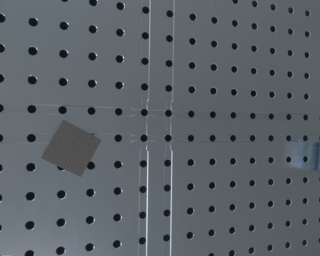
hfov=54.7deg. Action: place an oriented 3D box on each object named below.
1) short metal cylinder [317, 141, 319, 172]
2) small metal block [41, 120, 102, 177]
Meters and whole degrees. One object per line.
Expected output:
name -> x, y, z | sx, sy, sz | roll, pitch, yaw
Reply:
short metal cylinder -> 0.297, 0.050, 0.493 | 0.081, 0.080, 0.050 | 6, 88, -20
small metal block -> -0.107, 0.024, 0.373 | 0.050, 0.025, 0.050 | 31, 80, -18
